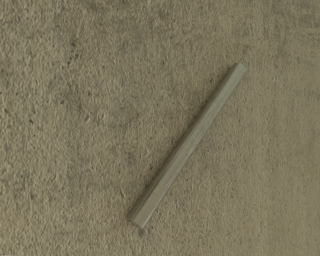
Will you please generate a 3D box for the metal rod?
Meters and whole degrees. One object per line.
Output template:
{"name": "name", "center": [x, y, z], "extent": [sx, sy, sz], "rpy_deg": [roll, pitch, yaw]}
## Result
{"name": "metal rod", "center": [0.050, 0.010, 0.445], "extent": [0.025, 0.025, 0.301], "rpy_deg": [52, 60, -27]}
